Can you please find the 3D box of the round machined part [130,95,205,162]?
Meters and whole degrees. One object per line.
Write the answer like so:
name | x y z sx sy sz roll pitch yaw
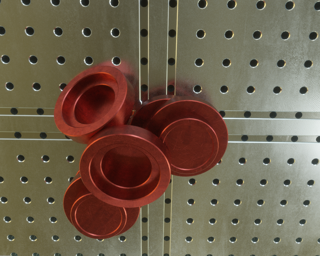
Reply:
round machined part | 0.010 0.011 0.386 0.099 0.042 0.097 0 110 0

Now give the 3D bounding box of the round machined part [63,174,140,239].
round machined part | -0.074 0.101 0.396 0.099 0.042 0.097 0 110 0

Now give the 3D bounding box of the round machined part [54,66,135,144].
round machined part | -0.074 -0.024 0.375 0.098 0.098 0.042 -26 143 9

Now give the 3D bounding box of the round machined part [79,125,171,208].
round machined part | -0.036 0.039 0.350 0.098 0.042 0.097 1 118 2

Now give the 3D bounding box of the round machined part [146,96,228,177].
round machined part | 0.031 0.015 0.364 0.099 0.042 0.097 0 110 0

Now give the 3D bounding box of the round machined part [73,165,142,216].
round machined part | -0.067 0.085 0.413 0.099 0.042 0.097 0 110 0
